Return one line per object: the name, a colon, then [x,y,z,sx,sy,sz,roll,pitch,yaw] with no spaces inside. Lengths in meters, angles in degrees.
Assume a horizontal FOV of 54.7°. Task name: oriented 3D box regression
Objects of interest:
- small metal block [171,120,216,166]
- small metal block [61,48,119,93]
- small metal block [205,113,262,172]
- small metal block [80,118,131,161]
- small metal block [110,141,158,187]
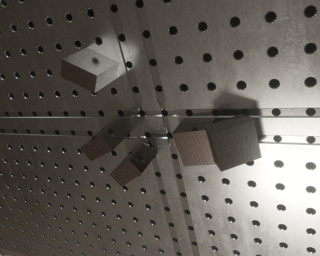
small metal block: [0.050,0.020,0.397,0.050,0.025,0.050,-8,115,31]
small metal block: [-0.089,-0.074,0.394,0.050,0.050,0.025,26,127,11]
small metal block: [0.085,0.016,0.360,0.050,0.025,0.050,-19,112,-1]
small metal block: [-0.078,0.017,0.445,0.050,0.050,0.025,-27,104,37]
small metal block: [-0.037,0.051,0.445,0.025,0.050,0.050,47,129,-5]
